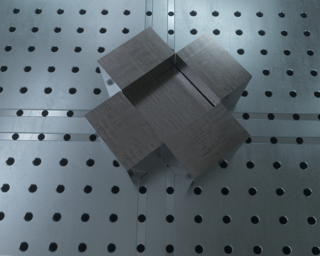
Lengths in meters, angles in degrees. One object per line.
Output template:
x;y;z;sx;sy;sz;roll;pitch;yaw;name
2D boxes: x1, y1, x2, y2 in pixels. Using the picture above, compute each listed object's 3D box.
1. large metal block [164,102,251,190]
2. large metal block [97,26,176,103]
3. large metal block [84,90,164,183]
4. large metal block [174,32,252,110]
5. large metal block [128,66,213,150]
0.052;0.025;0.375;0.080;0.080;0.050;-35;74;-12;large metal block
-0.028;-0.072;0.409;0.080;0.080;0.050;-37;74;-12;large metal block
-0.040;0.014;0.377;0.050;0.080;0.080;-37;75;-12;large metal block
0.064;-0.062;0.406;0.050;0.080;0.080;-37;75;-12;large metal block
0.013;-0.019;0.404;0.080;0.050;0.080;-37;73;-10;large metal block
